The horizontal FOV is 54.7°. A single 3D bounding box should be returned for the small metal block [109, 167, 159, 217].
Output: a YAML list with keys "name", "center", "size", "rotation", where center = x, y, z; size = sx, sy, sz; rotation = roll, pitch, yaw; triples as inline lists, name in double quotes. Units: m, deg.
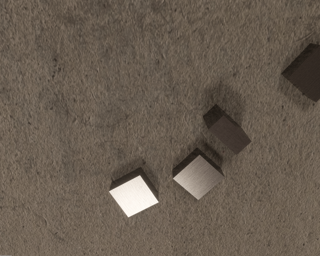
- name: "small metal block"
  center: [-0.036, 0.092, 0.443]
  size: [0.050, 0.025, 0.050]
  rotation: [-29, 108, 9]

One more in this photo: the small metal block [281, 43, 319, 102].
- name: "small metal block"
  center: [0.192, -0.069, 0.387]
  size: [0.050, 0.025, 0.050]
  rotation: [37, 106, -13]

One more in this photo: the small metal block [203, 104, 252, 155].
- name: "small metal block"
  center: [0.085, 0.001, 0.398]
  size: [0.050, 0.050, 0.025]
  rotation: [41, 105, -14]

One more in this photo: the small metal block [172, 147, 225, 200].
- name: "small metal block"
  center: [0.053, 0.064, 0.434]
  size: [0.050, 0.025, 0.050]
  rotation: [42, 104, -14]
